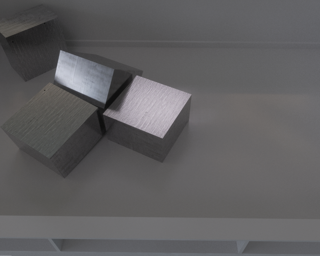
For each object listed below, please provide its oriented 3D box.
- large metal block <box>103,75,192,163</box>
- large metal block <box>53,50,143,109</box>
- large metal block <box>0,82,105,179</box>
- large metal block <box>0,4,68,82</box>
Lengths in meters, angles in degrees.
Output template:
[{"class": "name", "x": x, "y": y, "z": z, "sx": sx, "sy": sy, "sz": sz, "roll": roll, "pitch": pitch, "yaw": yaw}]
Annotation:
[{"class": "large metal block", "x": -0.014, "y": -0.014, "z": 0.400, "sx": 0.080, "sy": 0.050, "sz": 0.080, "roll": 22, "pitch": 53, "yaw": 17}, {"class": "large metal block", "x": -0.081, "y": -0.066, "z": 0.419, "sx": 0.080, "sy": 0.050, "sz": 0.080, "roll": 22, "pitch": 16, "yaw": 17}, {"class": "large metal block", "x": -0.127, "y": 0.001, "z": 0.381, "sx": 0.080, "sy": 0.050, "sz": 0.080, "roll": 27, "pitch": 62, "yaw": 21}, {"class": "large metal block", "x": -0.195, "y": -0.131, "z": 0.478, "sx": 0.080, "sy": 0.080, "sz": 0.050, "roll": -34, "pitch": 58, "yaw": -25}]
